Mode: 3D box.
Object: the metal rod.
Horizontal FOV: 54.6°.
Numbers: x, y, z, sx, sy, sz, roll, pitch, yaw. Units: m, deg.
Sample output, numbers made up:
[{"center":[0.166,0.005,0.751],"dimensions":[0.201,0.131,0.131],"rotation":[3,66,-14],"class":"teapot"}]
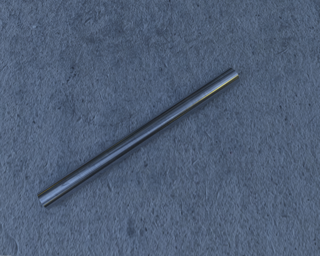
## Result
[{"center":[-0.019,0.007,0.407],"dimensions":[0.301,0.025,0.025],"rotation":[-34,74,-12],"class":"metal rod"}]
